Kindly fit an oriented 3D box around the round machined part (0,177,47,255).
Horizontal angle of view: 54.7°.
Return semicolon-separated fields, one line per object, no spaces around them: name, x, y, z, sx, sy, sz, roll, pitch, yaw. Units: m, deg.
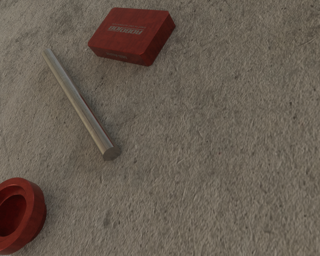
round machined part;-0.195;0.120;0.419;0.098;0.042;0.098;-13;56;20

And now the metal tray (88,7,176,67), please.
metal tray;-0.050;-0.157;0.521;0.130;0.030;0.090;19;71;35

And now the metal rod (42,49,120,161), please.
metal rod;-0.141;-0.054;0.508;0.025;0.025;0.300;-41;51;0
